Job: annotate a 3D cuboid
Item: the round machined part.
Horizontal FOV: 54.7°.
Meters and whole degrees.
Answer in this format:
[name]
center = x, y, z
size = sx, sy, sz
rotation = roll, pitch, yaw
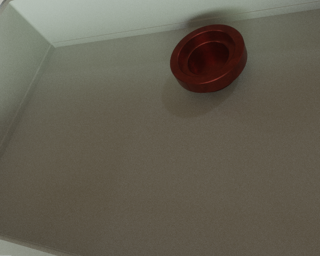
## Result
[round machined part]
center = 0.066, -0.086, 0.412
size = 0.098, 0.042, 0.098
rotation = -13, 56, 20
